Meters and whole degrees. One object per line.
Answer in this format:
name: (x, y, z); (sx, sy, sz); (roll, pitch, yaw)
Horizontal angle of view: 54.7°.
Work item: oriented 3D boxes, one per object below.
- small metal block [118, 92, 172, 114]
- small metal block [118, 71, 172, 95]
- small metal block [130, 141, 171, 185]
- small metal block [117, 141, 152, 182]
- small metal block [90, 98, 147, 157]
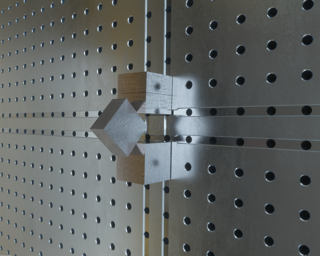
small metal block: (-0.020, -0.031, 0.407); (0.050, 0.050, 0.025); (3, 92, 39)
small metal block: (-0.019, -0.057, 0.406); (0.050, 0.050, 0.025); (3, 92, 39)
small metal block: (-0.012, 0.043, 0.399); (0.025, 0.050, 0.050); (2, 91, 40)
small metal block: (-0.031, 0.043, 0.416); (0.025, 0.050, 0.050); (2, 91, 40)
small metal block: (-0.049, -0.001, 0.377); (0.025, 0.050, 0.050); (1, 48, 40)
